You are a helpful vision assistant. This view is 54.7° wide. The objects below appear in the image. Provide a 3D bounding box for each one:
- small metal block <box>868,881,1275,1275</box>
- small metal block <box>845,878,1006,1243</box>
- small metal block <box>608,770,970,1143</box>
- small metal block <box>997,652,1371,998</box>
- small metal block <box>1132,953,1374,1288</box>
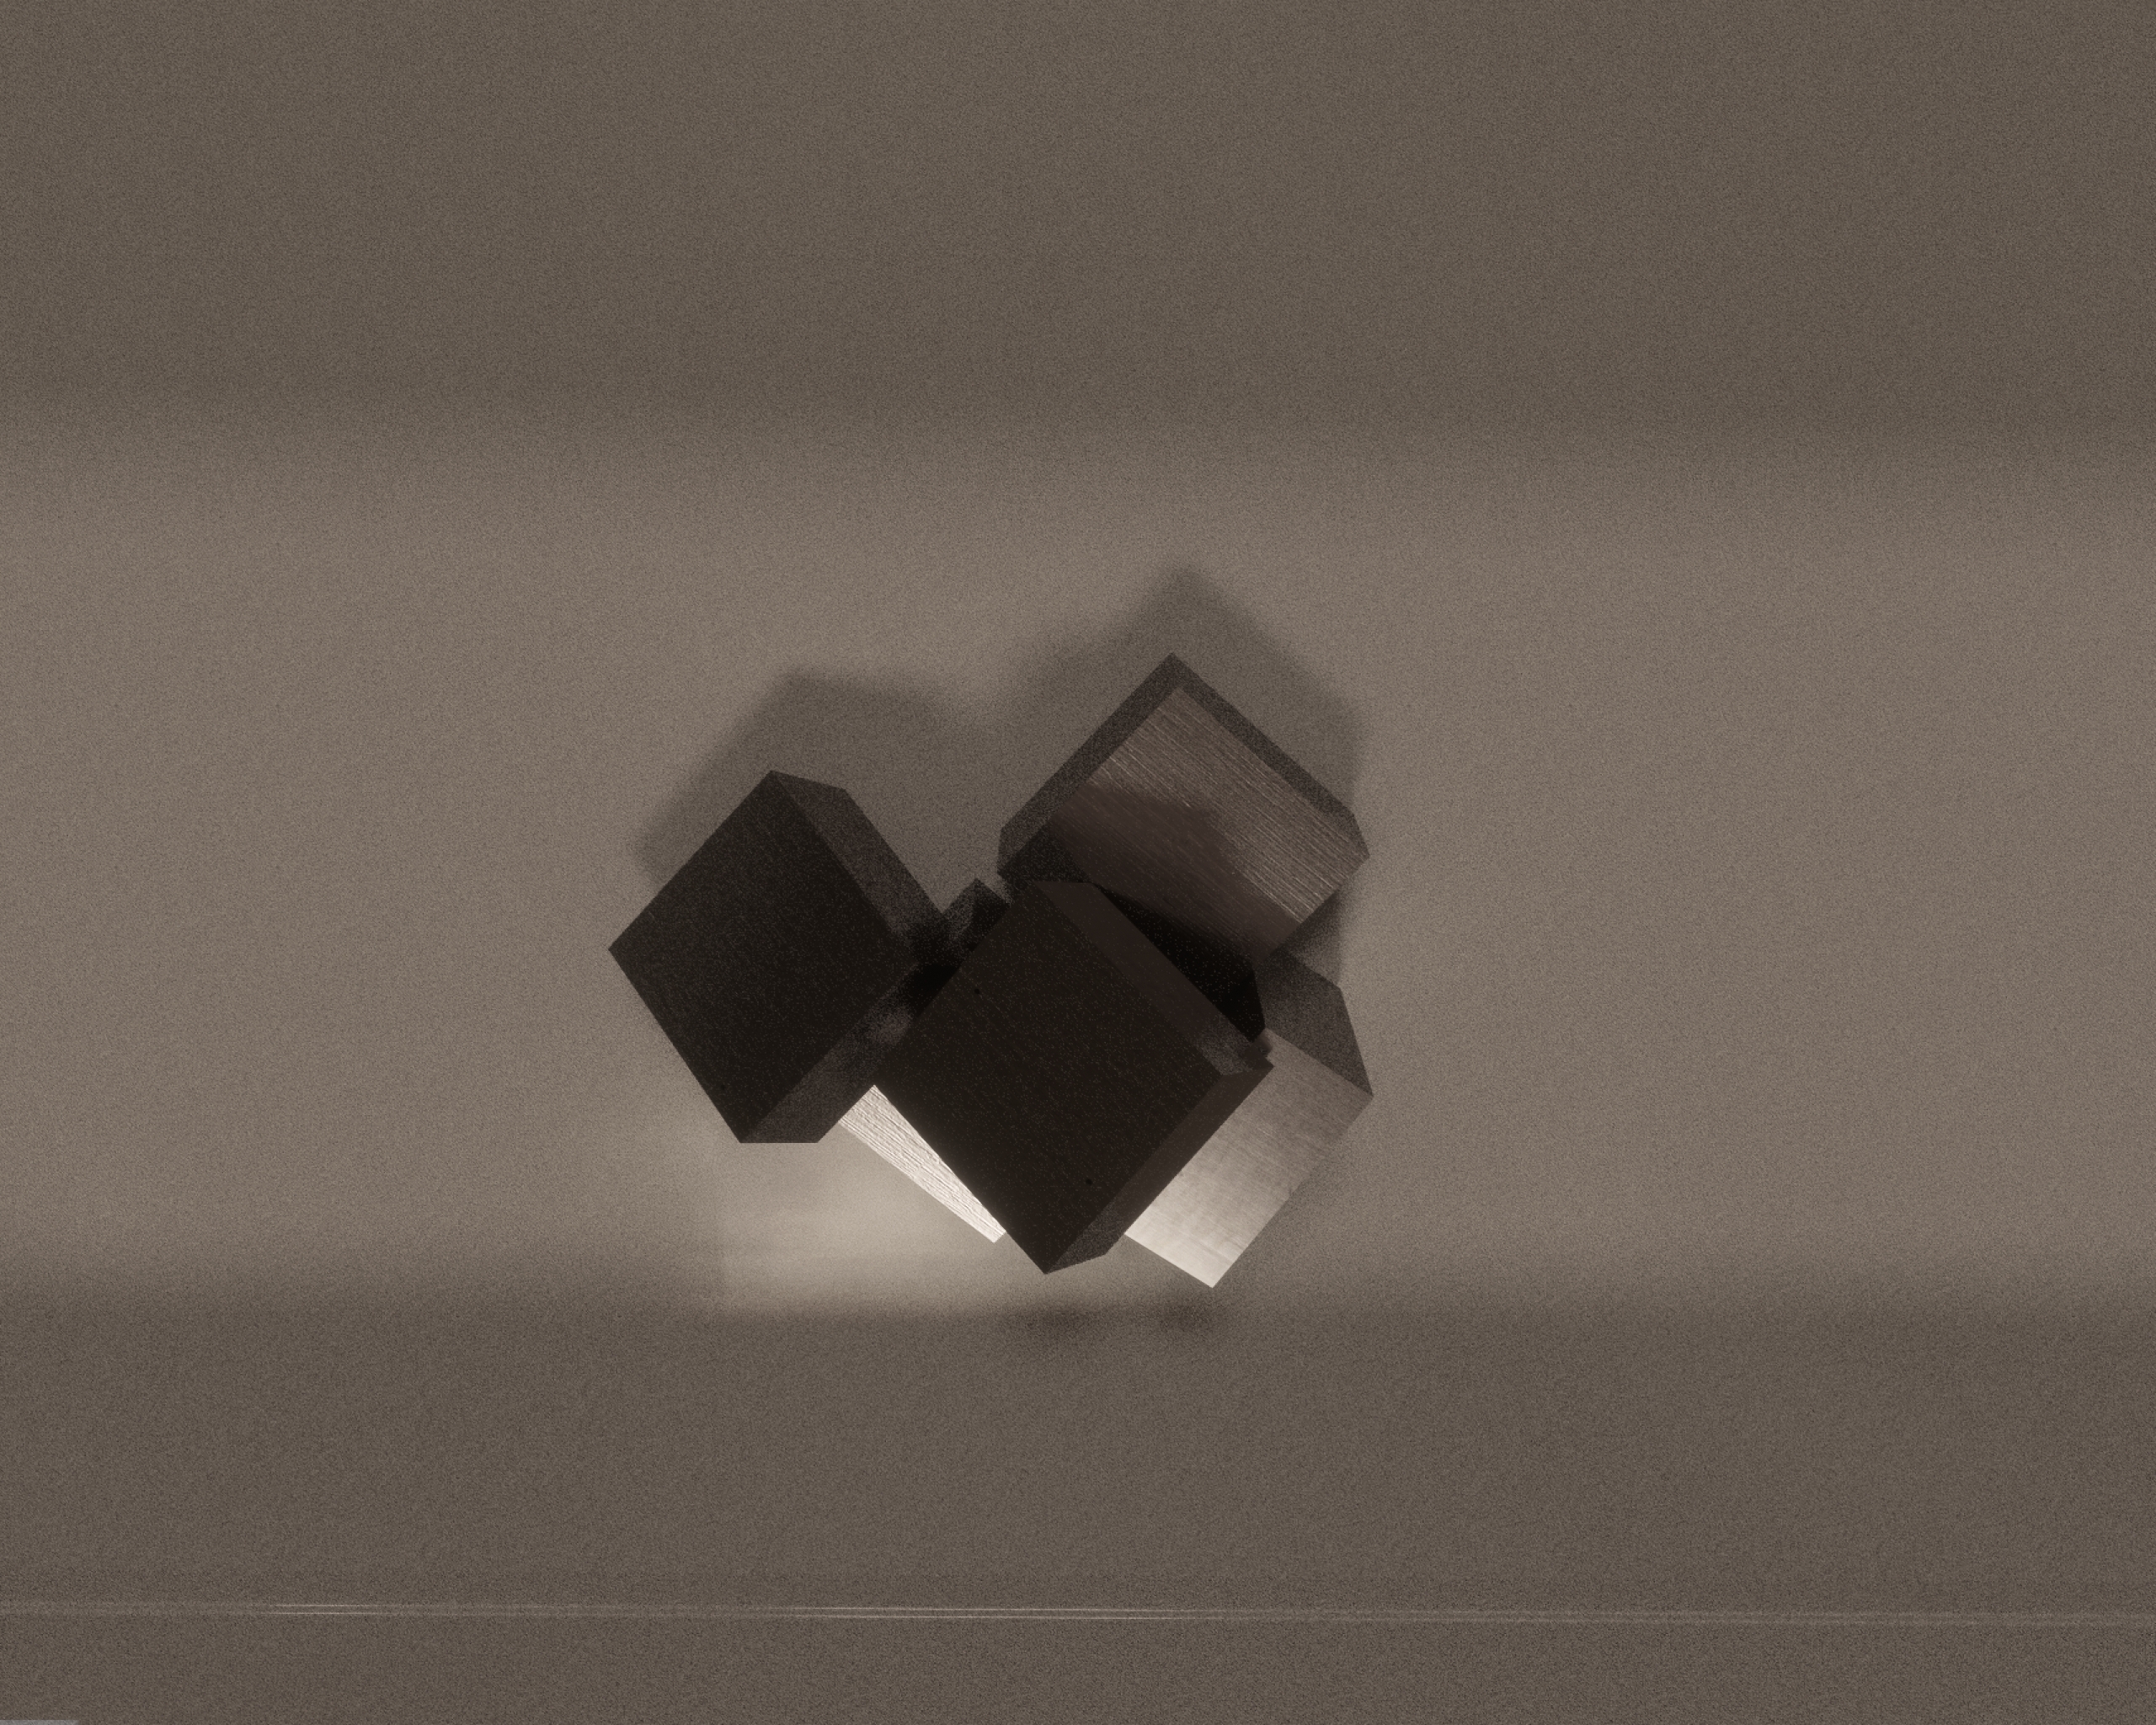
[{"bbox_3d":[-0.002,0.039,0.384,0.050,0.025,0.050,45,106,20],"label":"small metal block"},{"bbox_3d":[-0.019,0.040,0.424,0.050,0.025,0.050,40,105,-14],"label":"small metal block"},{"bbox_3d":[-0.055,0.019,0.403,0.050,0.025,0.050,-46,66,15],"label":"small metal block"},{"bbox_3d":[0.020,-0.004,0.408,0.050,0.025,0.050,40,105,-14],"label":"small metal block"},{"bbox_3d":[0.030,0.047,0.414,0.025,0.050,0.050,34,106,-12],"label":"small metal block"}]
